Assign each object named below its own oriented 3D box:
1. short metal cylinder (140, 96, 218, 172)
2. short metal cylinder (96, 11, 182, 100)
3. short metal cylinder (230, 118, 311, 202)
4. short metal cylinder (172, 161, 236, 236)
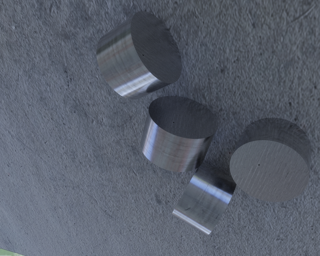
[{"bbox_3d":[0.021,0.005,0.363,0.080,0.080,0.050,25,127,12],"label":"short metal cylinder"},{"bbox_3d":[-0.021,-0.077,0.335,0.050,0.080,0.080,-21,108,36],"label":"short metal cylinder"},{"bbox_3d":[0.124,0.035,0.347,0.080,0.050,0.079,13,124,21],"label":"short metal cylinder"},{"bbox_3d":[0.056,0.088,0.396,0.050,0.080,0.079,29,128,9],"label":"short metal cylinder"}]
